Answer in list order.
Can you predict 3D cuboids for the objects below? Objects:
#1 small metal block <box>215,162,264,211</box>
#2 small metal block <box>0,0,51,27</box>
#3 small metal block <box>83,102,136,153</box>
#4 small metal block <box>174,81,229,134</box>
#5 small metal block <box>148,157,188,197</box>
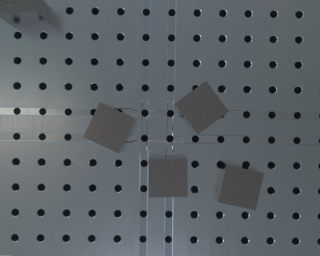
[{"bbox_3d":[0.105,0.077,0.414,0.050,0.025,0.050,13,90,0],"label":"small metal block"},{"bbox_3d":[-0.176,-0.152,0.400,0.050,0.050,0.025,-4,90,0],"label":"small metal block"},{"bbox_3d":[-0.066,0.000,0.413,0.050,0.025,0.050,25,90,0],"label":"small metal block"},{"bbox_3d":[0.055,-0.027,0.414,0.050,0.025,0.050,-37,90,0],"label":"small metal block"},{"bbox_3d":[0.011,0.065,0.413,0.050,0.025,0.050,-1,90,0],"label":"small metal block"}]
